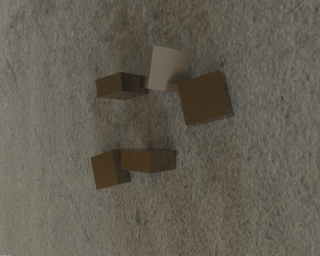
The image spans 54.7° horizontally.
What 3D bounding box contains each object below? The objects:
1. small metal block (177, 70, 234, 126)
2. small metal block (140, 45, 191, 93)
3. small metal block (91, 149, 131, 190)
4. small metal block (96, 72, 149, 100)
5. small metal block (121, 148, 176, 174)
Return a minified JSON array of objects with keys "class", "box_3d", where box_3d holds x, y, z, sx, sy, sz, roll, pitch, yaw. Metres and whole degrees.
[{"class":"small metal block","box_3d":[0.052,-0.033,0.354,0.050,0.025,0.050,-15,81,26]},{"class":"small metal block","box_3d":[0.007,-0.070,0.378,0.025,0.050,0.050,21,105,63]},{"class":"small metal block","box_3d":[-0.074,0.062,0.464,0.050,0.025,0.050,-21,77,37]},{"class":"small metal block","box_3d":[-0.052,-0.057,0.430,0.050,0.050,0.025,-9,85,39]},{"class":"small metal block","box_3d":[-0.014,0.041,0.399,0.050,0.050,0.025,2,91,39]}]
